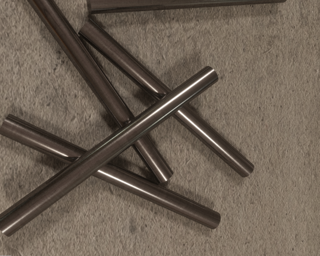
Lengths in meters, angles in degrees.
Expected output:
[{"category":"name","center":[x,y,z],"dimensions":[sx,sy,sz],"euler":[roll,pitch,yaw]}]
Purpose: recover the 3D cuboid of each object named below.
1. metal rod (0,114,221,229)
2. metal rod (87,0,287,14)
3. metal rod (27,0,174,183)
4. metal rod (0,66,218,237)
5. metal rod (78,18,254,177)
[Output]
[{"category":"metal rod","center":[-0.048,0.063,0.392],"dimensions":[0.301,0.025,0.025],"euler":[29,81,-18]},{"category":"metal rod","center":[0.053,-0.180,0.429],"dimensions":[0.303,0.025,0.025],"euler":[-11,94,-20]},{"category":"metal rod","center":[-0.075,-0.055,0.381],"dimensions":[0.025,0.025,0.299],"euler":[-38,103,-16]},{"category":"metal rod","center":[-0.048,0.016,0.364],"dimensions":[0.301,0.025,0.025],"euler":[-37,102,-17]},{"category":"metal rod","center":[0.019,-0.030,0.417],"dimensions":[0.300,0.025,0.025],"euler":[40,77,-16]}]
